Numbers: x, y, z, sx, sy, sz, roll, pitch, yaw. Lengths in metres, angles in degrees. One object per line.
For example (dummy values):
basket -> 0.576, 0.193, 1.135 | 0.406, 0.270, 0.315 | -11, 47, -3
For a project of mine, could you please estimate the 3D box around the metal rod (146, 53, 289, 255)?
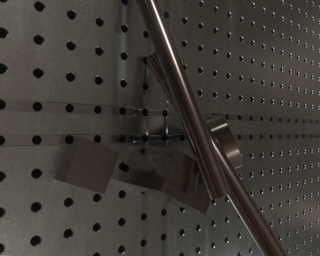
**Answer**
metal rod -> 0.066, 0.033, 0.376 | 0.025, 0.025, 0.299 | -20, 74, -39

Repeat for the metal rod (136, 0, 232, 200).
metal rod -> 0.018, -0.063, 0.366 | 0.025, 0.025, 0.299 | -14, 81, -39

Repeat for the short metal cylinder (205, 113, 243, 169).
short metal cylinder -> 0.075, 0.025, 0.430 | 0.050, 0.080, 0.080 | -23, 110, 5

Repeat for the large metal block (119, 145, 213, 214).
large metal block -> 0.011, 0.062, 0.385 | 0.080, 0.080, 0.050 | 35, 69, -35

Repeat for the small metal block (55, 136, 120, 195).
small metal block -> -0.080, 0.041, 0.344 | 0.050, 0.025, 0.050 | 28, 72, -37
